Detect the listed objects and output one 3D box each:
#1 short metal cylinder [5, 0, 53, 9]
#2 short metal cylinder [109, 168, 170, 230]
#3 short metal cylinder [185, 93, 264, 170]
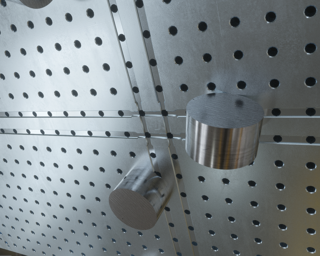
[{"bbox_3d":[-0.156,-0.180,0.344,0.050,0.080,0.079,21,126,15],"label":"short metal cylinder"},{"bbox_3d":[-0.031,0.109,0.477,0.080,0.050,0.079,13,124,20],"label":"short metal cylinder"},{"bbox_3d":[0.069,0.001,0.339,0.080,0.080,0.050,12,124,21],"label":"short metal cylinder"}]
